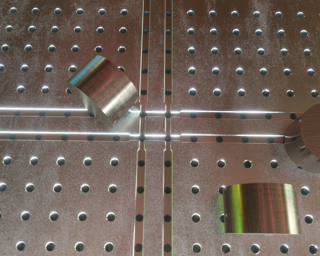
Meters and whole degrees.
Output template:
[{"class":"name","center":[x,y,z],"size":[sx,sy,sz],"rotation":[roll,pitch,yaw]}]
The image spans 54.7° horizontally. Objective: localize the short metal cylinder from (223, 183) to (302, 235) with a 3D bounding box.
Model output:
[{"class":"short metal cylinder","center":[0.113,0.094,0.350],"size":[0.081,0.080,0.050],"rotation":[1,70,0]}]

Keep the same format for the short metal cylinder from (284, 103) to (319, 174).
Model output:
[{"class":"short metal cylinder","center":[0.209,0.014,0.396],"size":[0.081,0.050,0.080],"rotation":[0,70,0]}]

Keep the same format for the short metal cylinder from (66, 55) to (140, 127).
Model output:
[{"class":"short metal cylinder","center":[-0.073,-0.046,0.399],"size":[0.080,0.080,0.050],"rotation":[39,75,12]}]
